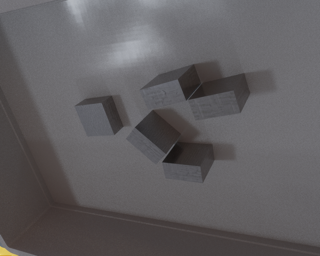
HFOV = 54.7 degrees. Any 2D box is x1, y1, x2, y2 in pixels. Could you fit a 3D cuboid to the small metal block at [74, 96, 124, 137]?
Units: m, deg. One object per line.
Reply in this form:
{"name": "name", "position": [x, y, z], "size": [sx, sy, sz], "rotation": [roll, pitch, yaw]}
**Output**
{"name": "small metal block", "position": [-0.087, -0.016, 0.445], "size": [0.050, 0.025, 0.050], "rotation": [-4, 117, 30]}

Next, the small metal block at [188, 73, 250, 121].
{"name": "small metal block", "position": [0.065, -0.034, 0.337], "size": [0.050, 0.050, 0.025], "rotation": [-9, 114, 32]}

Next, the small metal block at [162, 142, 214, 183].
{"name": "small metal block", "position": [0.038, 0.043, 0.399], "size": [0.050, 0.050, 0.025], "rotation": [3, 120, 27]}

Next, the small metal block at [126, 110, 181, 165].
{"name": "small metal block", "position": [-0.007, 0.011, 0.403], "size": [0.050, 0.050, 0.025], "rotation": [41, 129, 0]}

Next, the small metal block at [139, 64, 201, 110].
{"name": "small metal block", "position": [0.013, -0.047, 0.356], "size": [0.050, 0.050, 0.025], "rotation": [-11, 113, 33]}
